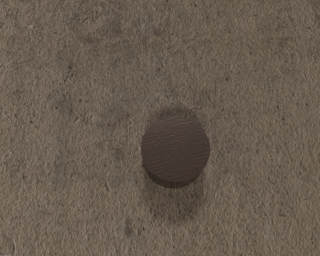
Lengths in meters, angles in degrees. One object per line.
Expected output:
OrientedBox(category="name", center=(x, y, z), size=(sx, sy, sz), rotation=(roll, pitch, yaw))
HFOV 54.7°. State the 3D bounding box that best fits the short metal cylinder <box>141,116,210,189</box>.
OrientedBox(category="short metal cylinder", center=(0.018, 0.031, 0.384), size=(0.081, 0.050, 0.080), rotation=(0, 70, 0))
